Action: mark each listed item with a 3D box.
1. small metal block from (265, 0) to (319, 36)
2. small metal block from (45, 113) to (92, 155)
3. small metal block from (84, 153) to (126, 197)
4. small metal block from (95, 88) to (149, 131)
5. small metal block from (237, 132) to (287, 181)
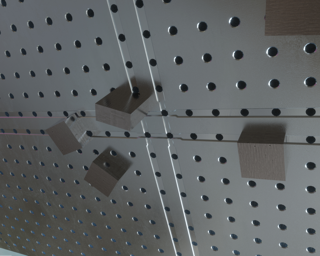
[{"bbox_3d":[0.123,-0.111,0.277,0.050,0.025,0.050,7,121,24],"label":"small metal block"},{"bbox_3d":[-0.145,0.011,0.492,0.050,0.025,0.050,-20,108,35],"label":"small metal block"},{"bbox_3d":[-0.090,0.077,0.504,0.050,0.025,0.050,36,129,4],"label":"small metal block"},{"bbox_3d":[-0.048,-0.025,0.404,0.050,0.050,0.025,17,125,18],"label":"small metal block"},{"bbox_3d":[0.122,0.033,0.367,0.050,0.025,0.050,0,119,27],"label":"small metal block"}]
